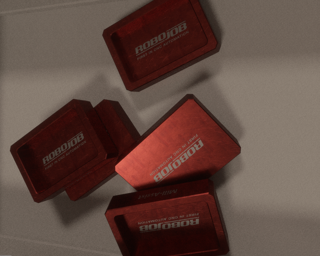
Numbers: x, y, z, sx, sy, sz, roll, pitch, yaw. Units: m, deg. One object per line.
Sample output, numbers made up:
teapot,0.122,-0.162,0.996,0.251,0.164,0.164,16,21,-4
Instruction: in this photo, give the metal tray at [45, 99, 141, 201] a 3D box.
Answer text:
metal tray,-0.093,0.032,0.439,0.130,0.030,0.090,-37,79,16

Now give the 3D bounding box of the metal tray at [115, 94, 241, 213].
metal tray,0.020,0.033,0.382,0.130,0.030,0.090,-42,101,14

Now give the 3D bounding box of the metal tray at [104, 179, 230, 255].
metal tray,0.010,0.117,0.377,0.130,0.030,0.089,-13,111,12

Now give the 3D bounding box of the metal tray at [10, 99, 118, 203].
metal tray,-0.133,0.032,0.420,0.130,0.030,0.090,-33,80,16

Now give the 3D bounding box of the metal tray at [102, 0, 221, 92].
metal tray,0.000,-0.113,0.402,0.130,0.030,0.090,-24,88,18
